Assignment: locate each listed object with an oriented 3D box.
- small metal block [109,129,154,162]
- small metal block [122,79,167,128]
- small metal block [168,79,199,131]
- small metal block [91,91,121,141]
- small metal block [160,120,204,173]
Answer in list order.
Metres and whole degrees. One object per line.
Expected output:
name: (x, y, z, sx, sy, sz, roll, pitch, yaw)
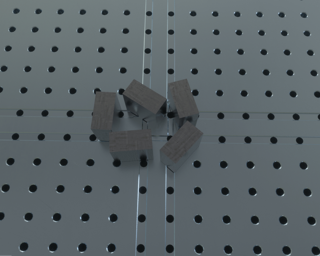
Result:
small metal block: (-0.035, 0.023, 0.390, 0.050, 0.050, 0.025, -5, 70, -2)
small metal block: (-0.019, -0.031, 0.410, 0.050, 0.050, 0.025, 32, 74, 10)
small metal block: (0.029, -0.029, 0.409, 0.025, 0.050, 0.050, -15, 70, -5)
small metal block: (-0.069, -0.014, 0.403, 0.025, 0.050, 0.050, 3, 71, 1)
small metal block: (0.026, 0.025, 0.389, 0.025, 0.050, 0.050, 40, 75, 14)
